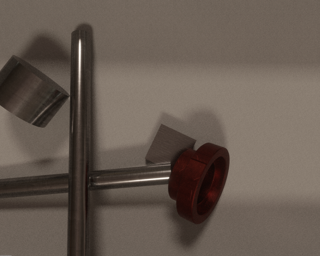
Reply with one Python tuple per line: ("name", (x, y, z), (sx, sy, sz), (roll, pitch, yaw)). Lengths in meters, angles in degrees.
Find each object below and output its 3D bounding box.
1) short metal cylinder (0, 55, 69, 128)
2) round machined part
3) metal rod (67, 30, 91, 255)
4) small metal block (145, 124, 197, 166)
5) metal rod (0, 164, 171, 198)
("short metal cylinder", (-0.160, -0.044, 0.382), (0.080, 0.080, 0.050), (38, 90, -1))
("round machined part", (0.046, 0.064, 0.383), (0.042, 0.098, 0.097), (19, 90, 30))
("metal rod", (-0.098, 0.022, 0.378), (0.025, 0.025, 0.299), (-3, 77, -1))
("small metal block", (0.014, 0.028, 0.412), (0.050, 0.025, 0.050), (25, 90, -1))
("metal rod", (-0.135, 0.072, 0.397), (0.302, 0.025, 0.025), (-6, 90, 4))
